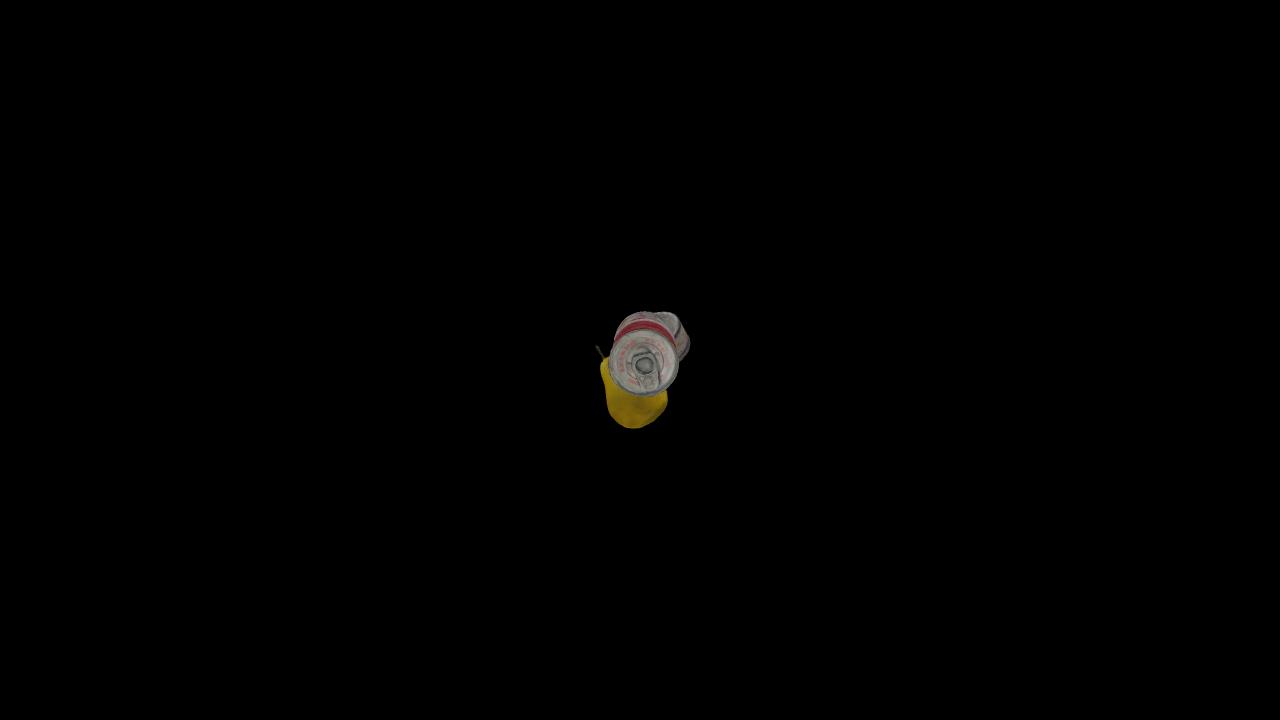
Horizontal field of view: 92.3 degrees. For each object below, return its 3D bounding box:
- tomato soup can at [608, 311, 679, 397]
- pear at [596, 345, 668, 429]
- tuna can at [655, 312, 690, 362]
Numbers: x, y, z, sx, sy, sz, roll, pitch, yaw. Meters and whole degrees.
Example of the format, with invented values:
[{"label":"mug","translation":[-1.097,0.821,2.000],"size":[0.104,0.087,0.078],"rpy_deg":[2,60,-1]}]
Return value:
[{"label":"tomato soup can","translation":[0.004,-0.010,0.630],"size":[0.068,0.068,0.101],"rpy_deg":[0,15,1]},{"label":"pear","translation":[-0.019,0.030,0.758],"size":[0.080,0.111,0.080],"rpy_deg":[-34,-16,-11]},{"label":"tuna can","translation":[0.016,-0.021,0.744],"size":[0.084,0.034,0.084],"rpy_deg":[-20,36,15]}]
